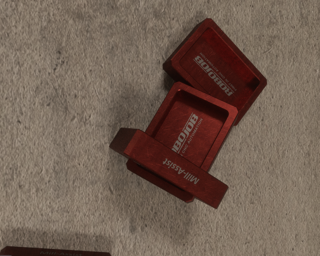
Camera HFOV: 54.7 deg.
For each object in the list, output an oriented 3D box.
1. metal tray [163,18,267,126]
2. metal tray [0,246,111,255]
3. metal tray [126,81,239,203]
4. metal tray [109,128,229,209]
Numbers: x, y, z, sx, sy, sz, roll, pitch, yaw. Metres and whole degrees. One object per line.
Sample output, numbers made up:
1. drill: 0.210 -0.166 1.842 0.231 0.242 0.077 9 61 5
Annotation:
1. metal tray: 0.080 -0.075 0.436 0.130 0.030 0.090 42 76 -15
2. metal tray: -0.125 0.192 0.360 0.131 0.030 0.090 12 86 -20
3. metal tray: 0.029 0.016 0.389 0.090 0.030 0.130 27 79 15
4. metal tray: 0.008 0.047 0.378 0.130 0.090 0.030 34 80 -18
